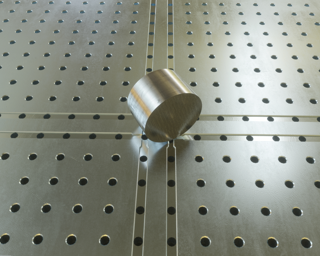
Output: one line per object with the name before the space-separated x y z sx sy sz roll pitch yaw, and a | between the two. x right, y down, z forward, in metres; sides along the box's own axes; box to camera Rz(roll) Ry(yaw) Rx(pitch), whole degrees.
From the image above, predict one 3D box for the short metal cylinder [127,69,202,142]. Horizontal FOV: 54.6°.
short metal cylinder | 0.006 -0.028 0.394 0.081 0.080 0.050 -22 53 -18
